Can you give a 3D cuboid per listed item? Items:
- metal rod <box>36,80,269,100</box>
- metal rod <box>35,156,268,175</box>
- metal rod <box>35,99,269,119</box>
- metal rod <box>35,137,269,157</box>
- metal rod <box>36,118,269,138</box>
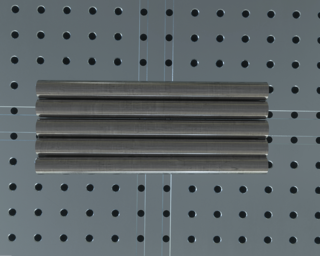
[{"bbox_3d":[-0.009,-0.050,0.413,0.302,0.025,0.025,0,90,-1],"label":"metal rod"},{"bbox_3d":[-0.010,0.050,0.413,0.302,0.025,0.025,0,90,-1],"label":"metal rod"},{"bbox_3d":[-0.010,-0.025,0.413,0.302,0.025,0.025,0,90,-1],"label":"metal rod"},{"bbox_3d":[-0.010,0.026,0.413,0.302,0.025,0.025,0,90,-1],"label":"metal rod"},{"bbox_3d":[-0.009,0.001,0.413,0.302,0.025,0.025,0,90,-1],"label":"metal rod"}]
